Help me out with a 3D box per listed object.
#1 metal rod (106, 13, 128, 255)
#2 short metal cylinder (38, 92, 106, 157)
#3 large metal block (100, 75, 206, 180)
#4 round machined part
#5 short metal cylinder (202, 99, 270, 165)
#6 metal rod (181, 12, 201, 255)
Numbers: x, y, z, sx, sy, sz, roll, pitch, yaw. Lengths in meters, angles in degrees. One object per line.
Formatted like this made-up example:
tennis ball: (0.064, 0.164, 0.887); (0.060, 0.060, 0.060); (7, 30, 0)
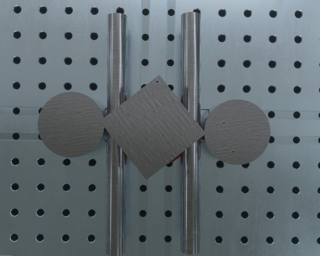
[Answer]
metal rod: (-0.055, 0.008, 0.392); (0.025, 0.025, 0.298); (0, 90, 0)
short metal cylinder: (-0.108, -0.004, 0.400); (0.081, 0.050, 0.080); (0, 90, 0)
large metal block: (-0.008, -0.001, 0.353); (0.080, 0.050, 0.080); (-38, 90, 0)
round machined part: (-0.008, 0.003, 0.405); (0.099, 0.042, 0.097); (0, 90, 0)
short metal cylinder: (0.094, 0.005, 0.401); (0.081, 0.050, 0.080); (0, 90, 0)
metal rod: (0.039, 0.007, 0.392); (0.025, 0.025, 0.298); (0, 90, 0)
